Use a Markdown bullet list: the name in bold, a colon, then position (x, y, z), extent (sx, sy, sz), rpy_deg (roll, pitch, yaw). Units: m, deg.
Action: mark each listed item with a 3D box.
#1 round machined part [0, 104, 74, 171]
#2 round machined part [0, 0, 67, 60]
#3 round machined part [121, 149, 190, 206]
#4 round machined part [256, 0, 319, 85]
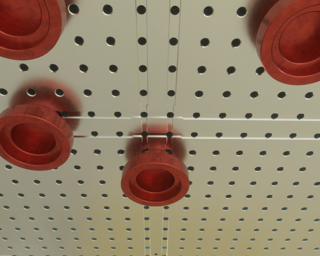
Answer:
- **round machined part**: position (-0.163, 0.008, 0.406), extent (0.099, 0.042, 0.097), rpy_deg (0, 130, 0)
- **round machined part**: position (-0.140, -0.119, 0.298), extent (0.099, 0.042, 0.097), rpy_deg (0, 130, 0)
- **round machined part**: position (-0.007, 0.070, 0.460), extent (0.099, 0.042, 0.097), rpy_deg (0, 130, 0)
- **round machined part**: position (0.149, -0.096, 0.319), extent (0.099, 0.042, 0.097), rpy_deg (0, 130, 0)
